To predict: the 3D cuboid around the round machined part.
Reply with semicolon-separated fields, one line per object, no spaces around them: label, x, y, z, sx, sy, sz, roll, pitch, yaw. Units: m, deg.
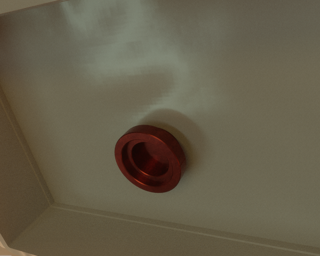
round machined part;-0.009;0.038;0.427;0.098;0.042;0.097;13;124;21
